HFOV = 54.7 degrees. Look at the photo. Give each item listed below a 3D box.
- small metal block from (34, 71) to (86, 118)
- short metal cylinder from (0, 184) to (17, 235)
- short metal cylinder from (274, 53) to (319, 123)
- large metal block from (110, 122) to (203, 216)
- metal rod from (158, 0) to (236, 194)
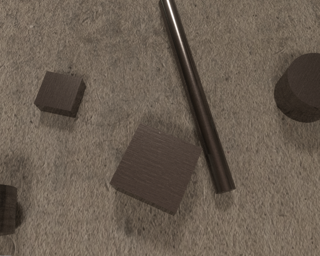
[{"bbox_3d":[-0.135,-0.046,0.423,0.050,0.025,0.050,12,70,4],"label":"small metal block"},{"bbox_3d":[-0.203,0.094,0.342,0.081,0.080,0.050,-6,70,-2],"label":"short metal cylinder"},{"bbox_3d":[0.203,-0.053,0.417,0.081,0.050,0.080,0,70,0],"label":"short metal cylinder"},{"bbox_3d":[-0.003,0.051,0.376,0.080,0.050,0.080,23,71,7],"label":"large metal block"},{"bbox_3d":[0.045,-0.058,0.430,0.025,0.025,0.299,-13,71,-5],"label":"metal rod"}]
